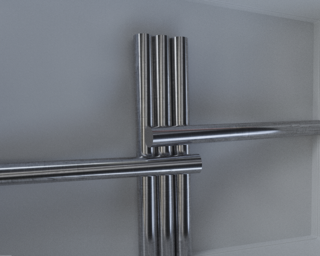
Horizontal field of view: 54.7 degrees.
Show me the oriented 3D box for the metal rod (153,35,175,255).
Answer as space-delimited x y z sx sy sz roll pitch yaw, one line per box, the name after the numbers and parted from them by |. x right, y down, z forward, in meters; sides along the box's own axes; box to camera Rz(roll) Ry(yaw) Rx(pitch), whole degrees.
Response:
0.004 0.029 0.412 0.025 0.025 0.298 -2 91 -20 | metal rod

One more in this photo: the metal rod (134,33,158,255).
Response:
-0.019 0.030 0.403 0.025 0.025 0.298 -2 91 -20 | metal rod

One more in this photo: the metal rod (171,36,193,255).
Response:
0.029 0.028 0.421 0.025 0.025 0.298 -2 91 -20 | metal rod

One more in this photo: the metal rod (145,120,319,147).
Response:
0.122 0.005 0.437 0.303 0.025 0.025 -2 91 -27 | metal rod

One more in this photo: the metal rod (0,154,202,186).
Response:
-0.097 0.049 0.357 0.302 0.025 0.025 -1 91 -15 | metal rod
